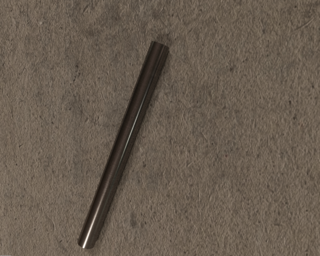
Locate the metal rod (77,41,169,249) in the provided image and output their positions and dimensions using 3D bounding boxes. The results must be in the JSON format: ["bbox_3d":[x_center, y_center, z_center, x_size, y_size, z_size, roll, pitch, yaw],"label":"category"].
[{"bbox_3d":[-0.053,0.028,0.426,0.025,0.025,0.298,24,98,18],"label":"metal rod"}]
